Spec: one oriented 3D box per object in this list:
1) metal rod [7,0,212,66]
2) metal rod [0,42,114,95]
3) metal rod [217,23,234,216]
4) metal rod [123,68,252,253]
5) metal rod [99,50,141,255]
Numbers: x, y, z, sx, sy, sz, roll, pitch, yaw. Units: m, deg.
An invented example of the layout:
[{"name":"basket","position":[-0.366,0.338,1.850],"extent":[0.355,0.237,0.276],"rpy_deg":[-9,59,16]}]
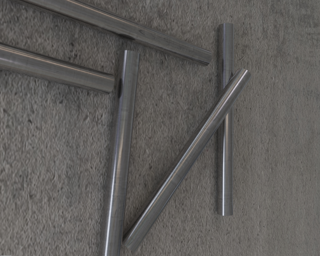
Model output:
[{"name":"metal rod","position":[-0.047,-0.119,0.364],"extent":[0.302,0.025,0.025],"rpy_deg":[8,85,-40]},{"name":"metal rod","position":[-0.174,-0.071,0.258],"extent":[0.302,0.025,0.025],"rpy_deg":[10,84,-40]},{"name":"metal rod","position":[0.104,-0.013,0.491],"extent":[0.025,0.025,0.298],"rpy_deg":[1,90,-40]},{"name":"metal rod","position":[0.045,0.030,0.424],"extent":[0.025,0.025,0.301],"rpy_deg":[49,67,-29]},{"name":"metal rod","position":[-0.050,0.058,0.362],"extent":[0.025,0.025,0.298],"rpy_deg":[9,85,-40]}]
